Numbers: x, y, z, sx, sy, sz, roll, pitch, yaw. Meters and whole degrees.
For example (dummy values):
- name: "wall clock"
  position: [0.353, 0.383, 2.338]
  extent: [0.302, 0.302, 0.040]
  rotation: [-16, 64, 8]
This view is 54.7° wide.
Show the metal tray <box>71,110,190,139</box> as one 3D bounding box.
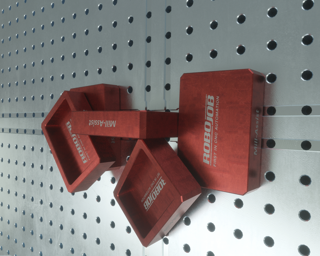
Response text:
- name: "metal tray"
  position: [-0.039, -0.006, 0.396]
  extent: [0.130, 0.091, 0.030]
  rotation: [2, 92, 39]

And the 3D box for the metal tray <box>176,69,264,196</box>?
- name: "metal tray"
  position: [0.065, 0.002, 0.350]
  extent: [0.090, 0.030, 0.129]
  rotation: [4, 92, 39]

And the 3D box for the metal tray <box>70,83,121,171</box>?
- name: "metal tray"
  position: [-0.104, 0.000, 0.490]
  extent: [0.090, 0.030, 0.129]
  rotation: [-1, 90, 40]

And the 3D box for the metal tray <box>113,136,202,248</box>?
- name: "metal tray"
  position: [-0.010, 0.080, 0.388]
  extent: [0.090, 0.030, 0.129]
  rotation: [53, 138, 26]

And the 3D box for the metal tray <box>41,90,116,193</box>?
- name: "metal tray"
  position: [-0.127, 0.019, 0.466]
  extent: [0.090, 0.030, 0.130]
  rotation: [-45, 64, 30]
